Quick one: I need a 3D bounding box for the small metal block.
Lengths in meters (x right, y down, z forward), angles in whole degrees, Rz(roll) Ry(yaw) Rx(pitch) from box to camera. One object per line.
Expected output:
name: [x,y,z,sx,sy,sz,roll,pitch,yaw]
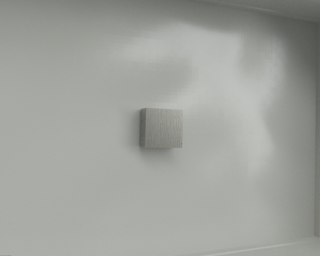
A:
small metal block: [0.002,0.000,0.407,0.050,0.025,0.050,2,90,-20]
